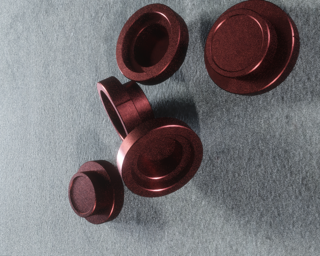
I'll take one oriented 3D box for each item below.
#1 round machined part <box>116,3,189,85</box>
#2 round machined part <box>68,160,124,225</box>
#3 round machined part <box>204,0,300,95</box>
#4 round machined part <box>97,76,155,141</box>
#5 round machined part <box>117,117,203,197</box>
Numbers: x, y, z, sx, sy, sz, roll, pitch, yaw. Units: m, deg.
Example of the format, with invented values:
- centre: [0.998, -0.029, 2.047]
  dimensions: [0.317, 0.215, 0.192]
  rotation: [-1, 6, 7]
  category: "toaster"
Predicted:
- centre: [-0.005, -0.101, 0.390]
  dimensions: [0.098, 0.042, 0.097]
  rotation: [-7, 78, 35]
  category: "round machined part"
- centre: [-0.104, 0.100, 0.477]
  dimensions: [0.098, 0.042, 0.097]
  rotation: [0, 90, 39]
  category: "round machined part"
- centre: [0.087, -0.084, 0.321]
  dimensions: [0.098, 0.042, 0.097]
  rotation: [0, 90, 39]
  category: "round machined part"
- centre: [-0.041, -0.023, 0.404]
  dimensions: [0.098, 0.042, 0.098]
  rotation: [55, 163, 26]
  category: "round machined part"
- centre: [-0.003, 0.030, 0.363]
  dimensions: [0.097, 0.099, 0.042]
  rotation: [-65, 32, 19]
  category: "round machined part"
